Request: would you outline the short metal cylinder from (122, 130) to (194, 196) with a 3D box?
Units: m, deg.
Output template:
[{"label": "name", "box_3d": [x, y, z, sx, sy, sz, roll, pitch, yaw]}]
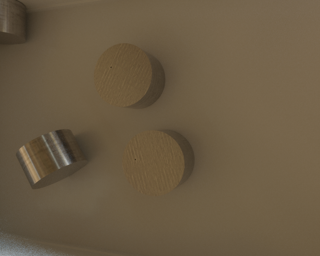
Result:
[{"label": "short metal cylinder", "box_3d": [-0.001, 0.042, 0.397, 0.080, 0.050, 0.079, 0, 90, 19]}]

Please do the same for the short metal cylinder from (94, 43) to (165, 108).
[{"label": "short metal cylinder", "box_3d": [-0.039, -0.066, 0.410, 0.080, 0.050, 0.079, 0, 90, 19]}]

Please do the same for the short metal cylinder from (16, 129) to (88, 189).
[{"label": "short metal cylinder", "box_3d": [-0.150, 0.044, 0.433, 0.080, 0.080, 0.050, -33, 80, 17]}]

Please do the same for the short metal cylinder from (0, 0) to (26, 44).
[{"label": "short metal cylinder", "box_3d": [-0.245, -0.161, 0.466, 0.080, 0.080, 0.050, 1, 91, 19]}]
